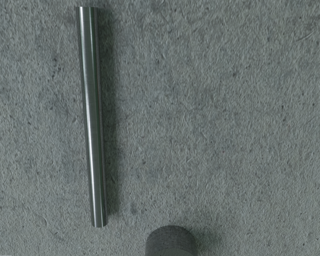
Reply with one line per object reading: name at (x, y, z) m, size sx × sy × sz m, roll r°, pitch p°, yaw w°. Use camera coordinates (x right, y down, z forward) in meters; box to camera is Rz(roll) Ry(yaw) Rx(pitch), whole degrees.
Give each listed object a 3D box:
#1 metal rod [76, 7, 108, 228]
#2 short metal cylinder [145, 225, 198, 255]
metal rod at (-0.087, 0.000, 0.408) m, size 0.025 × 0.025 × 0.298 m, roll 1°, pitch 110°, yaw -1°
short metal cylinder at (0.017, 0.197, 0.469) m, size 0.081 × 0.050 × 0.079 m, roll 0°, pitch 110°, yaw -1°
